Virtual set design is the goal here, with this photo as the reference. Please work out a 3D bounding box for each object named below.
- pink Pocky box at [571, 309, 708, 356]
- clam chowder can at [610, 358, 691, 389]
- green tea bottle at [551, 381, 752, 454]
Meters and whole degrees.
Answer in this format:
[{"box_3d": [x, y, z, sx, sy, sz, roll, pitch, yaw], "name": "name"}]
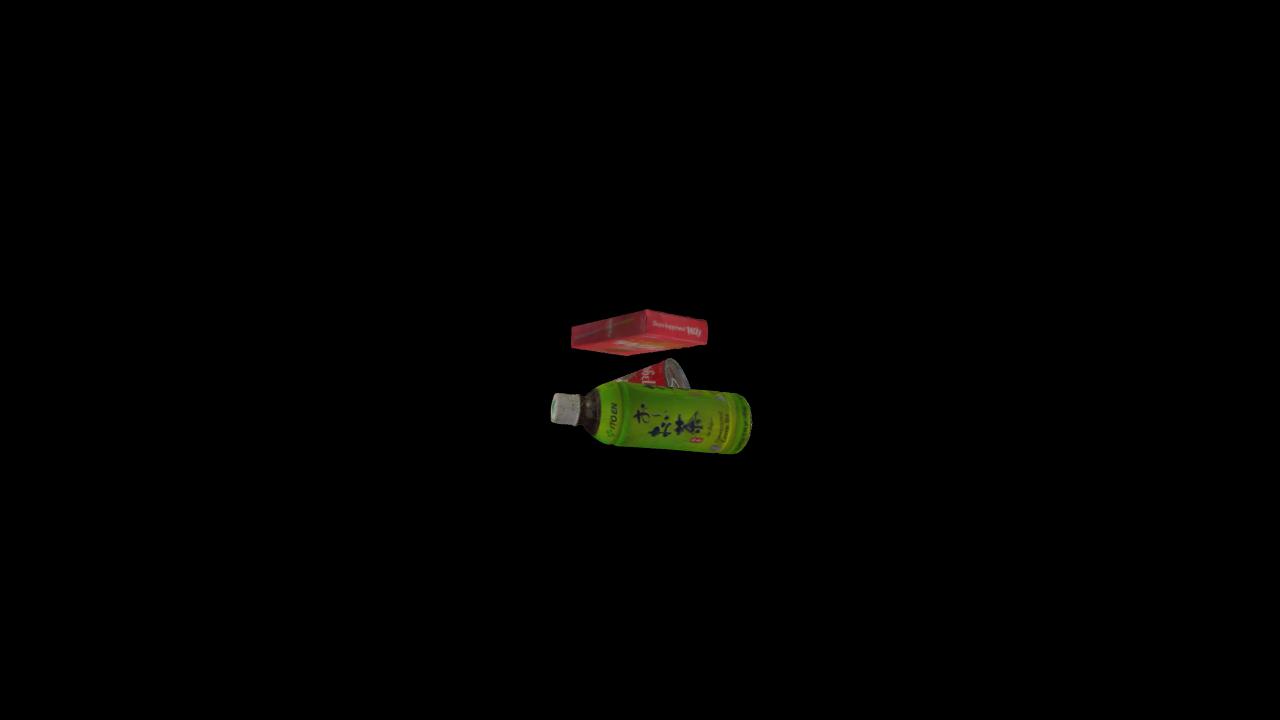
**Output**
[{"box_3d": [-0.005, -0.028, 0.691, 0.084, 0.029, 0.155, 8, -9, -35], "name": "pink Pocky box"}, {"box_3d": [0.002, 0.046, 0.719, 0.102, 0.068, 0.068, -22, -9, 22], "name": "clam chowder can"}, {"box_3d": [0.012, 0.061, 0.654, 0.212, 0.073, 0.073, 5, -1, -18], "name": "green tea bottle"}]
